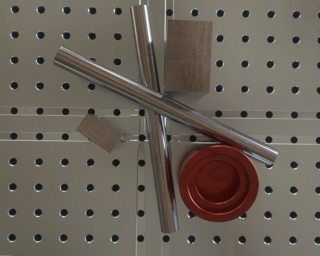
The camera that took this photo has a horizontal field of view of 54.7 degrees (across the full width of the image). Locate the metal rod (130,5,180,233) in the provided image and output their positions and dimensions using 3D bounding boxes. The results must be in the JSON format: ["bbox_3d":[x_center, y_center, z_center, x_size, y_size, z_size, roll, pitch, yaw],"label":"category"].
[{"bbox_3d":[-0.007,-0.012,0.413,0.025,0.025,0.298,-8,90,0],"label":"metal rod"}]

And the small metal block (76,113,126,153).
[{"bbox_3d":[-0.074,0.006,0.400,0.050,0.050,0.025,34,90,-1],"label":"small metal block"}]

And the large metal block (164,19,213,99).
[{"bbox_3d":[0.032,-0.081,0.386,0.050,0.080,0.079,2,90,0],"label":"large metal block"}]

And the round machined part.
[{"bbox_3d":[0.074,0.068,0.403,0.099,0.042,0.097,0,96,2],"label":"round machined part"}]

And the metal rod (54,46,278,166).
[{"bbox_3d":[0.015,-0.023,0.391,0.301,0.025,0.025,25,90,-10],"label":"metal rod"}]
